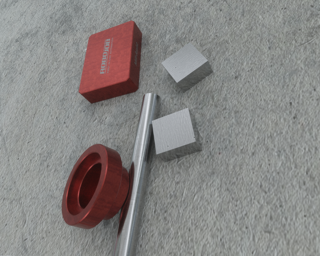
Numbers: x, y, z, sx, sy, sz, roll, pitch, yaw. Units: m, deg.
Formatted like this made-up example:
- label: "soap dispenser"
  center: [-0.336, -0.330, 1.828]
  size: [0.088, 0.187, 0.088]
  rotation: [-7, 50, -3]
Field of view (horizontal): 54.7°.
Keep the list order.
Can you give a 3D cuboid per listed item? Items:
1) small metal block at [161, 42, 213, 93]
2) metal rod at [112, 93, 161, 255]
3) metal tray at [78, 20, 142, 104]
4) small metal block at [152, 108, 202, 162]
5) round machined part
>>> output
- label: "small metal block"
  center: [0.038, -0.085, 0.435]
  size: [0.050, 0.025, 0.050]
  rotation: [-36, 51, 4]
- label: "metal rod"
  center: [-0.032, 0.089, 0.364]
  size: [0.025, 0.025, 0.299]
  rotation: [-5, 59, 25]
- label: "metal tray"
  center: [-0.079, -0.109, 0.507]
  size: [0.090, 0.030, 0.130]
  rotation: [-12, 57, 21]
- label: "small metal block"
  center: [0.021, 0.009, 0.387]
  size: [0.050, 0.025, 0.050]
  rotation: [-20, 54, 16]
- label: "round machined part"
  center: [-0.073, 0.072, 0.371]
  size: [0.098, 0.042, 0.098]
  rotation: [-33, 42, 37]
